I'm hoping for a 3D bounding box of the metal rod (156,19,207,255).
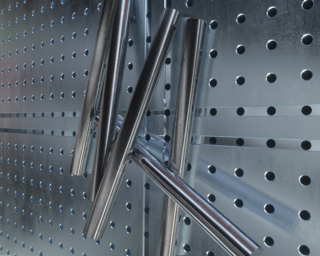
[{"bbox_3d":[0.026,0.019,0.386,0.025,0.025,0.298,11,97,39],"label":"metal rod"}]

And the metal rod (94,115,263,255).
[{"bbox_3d":[-0.004,0.052,0.379,0.300,0.025,0.025,36,112,44],"label":"metal rod"}]

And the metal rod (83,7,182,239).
[{"bbox_3d":[-0.034,-0.007,0.391,0.025,0.025,0.299,18,88,38],"label":"metal rod"}]

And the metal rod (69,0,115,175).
[{"bbox_3d":[-0.104,-0.067,0.492,0.025,0.025,0.298,23,105,37],"label":"metal rod"}]

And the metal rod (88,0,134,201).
[{"bbox_3d":[-0.066,-0.051,0.429,0.025,0.025,0.298,0,80,39],"label":"metal rod"}]
